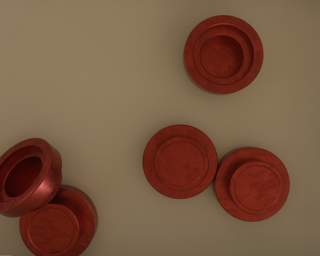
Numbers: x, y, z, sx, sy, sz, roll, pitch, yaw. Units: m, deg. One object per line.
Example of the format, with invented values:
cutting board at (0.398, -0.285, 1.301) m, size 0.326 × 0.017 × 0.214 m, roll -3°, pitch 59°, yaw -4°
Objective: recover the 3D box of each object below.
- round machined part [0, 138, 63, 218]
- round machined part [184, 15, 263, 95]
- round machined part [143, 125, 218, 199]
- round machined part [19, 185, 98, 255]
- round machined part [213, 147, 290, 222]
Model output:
round machined part at (-0.163, 0.064, 0.385) m, size 0.098 × 0.042 × 0.098 m, roll -14°, pitch 50°, yaw 18°
round machined part at (0.079, -0.091, 0.403) m, size 0.099 × 0.042 × 0.097 m, roll 0°, pitch 90°, yaw 0°
round machined part at (0.027, 0.044, 0.403) m, size 0.099 × 0.042 × 0.097 m, roll 0°, pitch 90°, yaw 0°
round machined part at (-0.134, 0.126, 0.402) m, size 0.099 × 0.042 × 0.097 m, roll 0°, pitch 90°, yaw 0°
round machined part at (0.121, 0.074, 0.404) m, size 0.099 × 0.042 × 0.097 m, roll 0°, pitch 90°, yaw 0°
